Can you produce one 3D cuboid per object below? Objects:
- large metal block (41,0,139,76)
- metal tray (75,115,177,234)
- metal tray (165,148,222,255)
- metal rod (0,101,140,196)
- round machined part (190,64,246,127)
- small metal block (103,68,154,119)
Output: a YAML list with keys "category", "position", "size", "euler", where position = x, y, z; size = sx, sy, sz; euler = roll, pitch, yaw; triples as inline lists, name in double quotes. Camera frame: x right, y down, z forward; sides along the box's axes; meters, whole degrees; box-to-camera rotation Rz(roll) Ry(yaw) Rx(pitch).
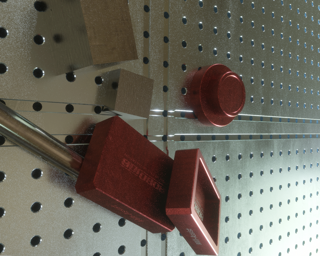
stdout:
- category: "large metal block"
  position: [-0.073, -0.101, 0.313]
  size: [0.050, 0.080, 0.079]
  euler: [-18, 102, -39]
- category: "metal tray"
  position: [-0.028, 0.057, 0.361]
  size: [0.130, 0.030, 0.090]
  euler: [41, 44, -35]
- category: "metal tray"
  position: [0.049, 0.099, 0.406]
  size: [0.130, 0.030, 0.090]
  euler: [61, 31, -42]
- category: "metal rod"
  position: [-0.112, 0.021, 0.316]
  size: [0.300, 0.025, 0.025]
  euler: [41, 65, -33]
- category: "round machined part"
  position: [0.096, -0.051, 0.481]
  size: [0.099, 0.042, 0.097]
  euler: [0, 90, -40]
- category: "small metal block"
  position: [-0.038, -0.040, 0.379]
  size: [0.050, 0.025, 0.050]
  euler: [13, 82, -40]
